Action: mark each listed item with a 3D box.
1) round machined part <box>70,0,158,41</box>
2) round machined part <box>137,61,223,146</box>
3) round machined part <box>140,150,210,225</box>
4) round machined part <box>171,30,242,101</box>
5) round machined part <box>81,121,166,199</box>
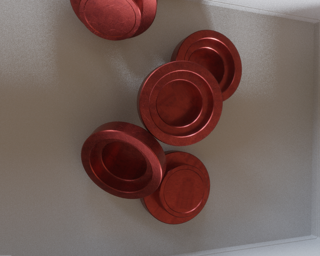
[{"bbox_3d":[-0.053,-0.138,0.349,0.099,0.097,0.042,19,53,-20],"label":"round machined part"},{"bbox_3d":[0.021,-0.030,0.371,0.099,0.042,0.097,-2,99,-12],"label":"round machined part"},{"bbox_3d":[0.024,0.080,0.412,0.099,0.042,0.097,0,90,-21],"label":"round machined part"},{"bbox_3d":[0.059,-0.080,0.424,0.099,0.042,0.097,0,90,-21],"label":"round machined part"},{"bbox_3d":[-0.040,0.034,0.369,0.098,0.098,0.042,49,32,-14],"label":"round machined part"}]
